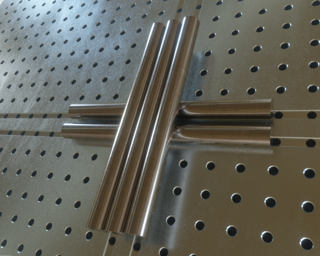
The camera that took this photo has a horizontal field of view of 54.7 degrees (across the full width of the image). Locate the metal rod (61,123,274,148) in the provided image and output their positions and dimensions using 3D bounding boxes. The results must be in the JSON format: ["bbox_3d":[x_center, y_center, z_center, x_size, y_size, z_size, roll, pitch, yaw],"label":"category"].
[{"bbox_3d":[-0.011,0.007,0.408,0.300,0.025,0.025,1,62,28],"label":"metal rod"}]

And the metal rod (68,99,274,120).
[{"bbox_3d":[-0.004,-0.024,0.424,0.300,0.025,0.025,1,62,28],"label":"metal rod"}]

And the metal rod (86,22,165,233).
[{"bbox_3d":[-0.035,-0.019,0.405,0.025,0.025,0.300,1,62,28],"label":"metal rod"}]

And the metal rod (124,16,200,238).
[{"bbox_3d":[0.010,-0.020,0.383,0.025,0.025,0.300,1,62,28],"label":"metal rod"}]

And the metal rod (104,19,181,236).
[{"bbox_3d":[-0.013,-0.019,0.394,0.025,0.025,0.300,1,62,28],"label":"metal rod"}]
